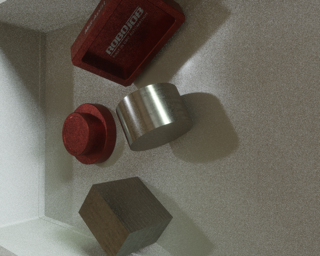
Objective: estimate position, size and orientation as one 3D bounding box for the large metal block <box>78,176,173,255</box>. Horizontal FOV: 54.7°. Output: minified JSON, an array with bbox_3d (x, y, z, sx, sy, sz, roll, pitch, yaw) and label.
[{"bbox_3d":[-0.045,0.114,0.406,0.080,0.081,0.050,44,116,31],"label":"large metal block"}]

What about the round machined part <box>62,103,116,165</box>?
[{"bbox_3d":[-0.118,0.009,0.490,0.098,0.042,0.097,0,90,39],"label":"round machined part"}]

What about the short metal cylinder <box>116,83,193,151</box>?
[{"bbox_3d":[-0.007,-0.012,0.375,0.080,0.081,0.050,-35,69,34],"label":"short metal cylinder"}]

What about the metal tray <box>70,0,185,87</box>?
[{"bbox_3d":[-0.043,-0.119,0.394,0.129,0.091,0.030,-45,44,30],"label":"metal tray"}]
